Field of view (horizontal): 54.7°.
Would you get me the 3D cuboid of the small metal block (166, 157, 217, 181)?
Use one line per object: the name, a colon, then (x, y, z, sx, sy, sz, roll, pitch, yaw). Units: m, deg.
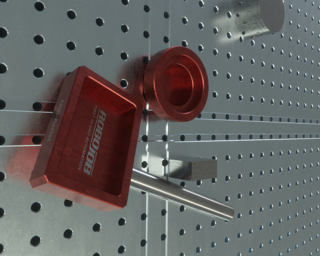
small metal block: (0.044, 0.056, 0.432, 0.050, 0.050, 0.025, 0, 90, -40)

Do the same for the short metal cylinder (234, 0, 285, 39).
short metal cylinder: (0.174, -0.202, 0.542, 0.081, 0.050, 0.079, 0, 90, -40)

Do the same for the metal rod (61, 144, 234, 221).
metal rod: (0.004, 0.081, 0.414, 0.301, 0.025, 0.025, 28, 72, -37)

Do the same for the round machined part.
round machined part: (0.017, -0.056, 0.414, 0.099, 0.042, 0.097, 0, 90, -40)

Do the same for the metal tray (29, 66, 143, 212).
metal tray: (-0.068, 0.011, 0.323, 0.090, 0.030, 0.130, 31, 52, -35)
